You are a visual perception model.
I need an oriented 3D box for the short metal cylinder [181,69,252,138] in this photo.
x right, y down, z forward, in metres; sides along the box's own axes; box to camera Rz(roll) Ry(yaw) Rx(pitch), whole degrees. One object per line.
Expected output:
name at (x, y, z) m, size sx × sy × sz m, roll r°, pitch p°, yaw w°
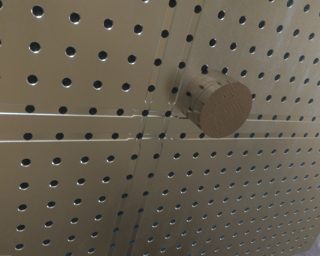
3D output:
short metal cylinder at (0.076, -0.033, 0.418) m, size 0.081 × 0.050 × 0.079 m, roll -14°, pitch 125°, yaw -21°
